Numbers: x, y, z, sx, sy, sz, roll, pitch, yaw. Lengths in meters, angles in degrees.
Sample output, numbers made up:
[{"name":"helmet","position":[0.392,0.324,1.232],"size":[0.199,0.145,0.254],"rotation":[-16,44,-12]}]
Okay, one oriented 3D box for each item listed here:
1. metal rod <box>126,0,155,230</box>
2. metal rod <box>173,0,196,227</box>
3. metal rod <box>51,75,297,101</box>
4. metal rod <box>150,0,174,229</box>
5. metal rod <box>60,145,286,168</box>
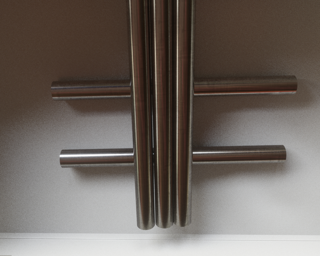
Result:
[{"name":"metal rod","position":[-0.022,-0.006,0.380],"size":[0.025,0.025,0.298],"rotation":[-1,110,0]},{"name":"metal rod","position":[0.028,-0.010,0.379],"size":[0.025,0.025,0.298],"rotation":[-1,110,0]},{"name":"metal rod","position":[0.018,-0.051,0.392],"size":[0.302,0.025,0.025],"rotation":[-1,110,0]},{"name":"metal rod","position":[0.004,-0.008,0.379],"size":[0.025,0.025,0.298],"rotation":[-1,110,0]},{"name":"metal rod","position":[0.018,0.039,0.425],"size":[0.302,0.025,0.025],"rotation":[-1,110,0]}]
